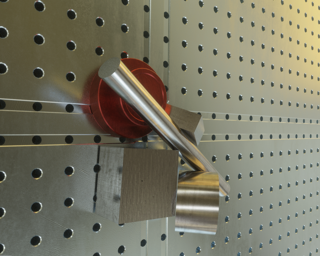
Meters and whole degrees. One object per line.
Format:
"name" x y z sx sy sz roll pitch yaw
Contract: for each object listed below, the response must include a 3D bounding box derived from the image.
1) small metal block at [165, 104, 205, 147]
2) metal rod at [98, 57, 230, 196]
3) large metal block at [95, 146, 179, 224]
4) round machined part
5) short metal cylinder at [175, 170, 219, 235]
"small metal block" 0.029 -0.003 0.407 0.025 0.050 0.050 -64 160 -16
"metal rod" 0.027 0.021 0.392 0.300 0.025 0.025 46 62 -45
"large metal block" -0.026 0.064 0.370 0.081 0.050 0.080 6 86 -40
"round machined part" -0.030 -0.036 0.374 0.099 0.042 0.097 0 90 -40
"short metal cylinder" 0.048 0.097 0.407 0.080 0.050 0.079 1 92 -85
